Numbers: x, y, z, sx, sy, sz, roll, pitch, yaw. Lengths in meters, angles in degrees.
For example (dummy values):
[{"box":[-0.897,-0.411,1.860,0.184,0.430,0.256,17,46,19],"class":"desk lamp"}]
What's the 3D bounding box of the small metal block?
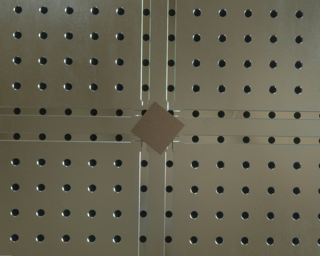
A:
[{"box":[-0.003,0.000,0.413,0.050,0.025,0.050,38,90,-1],"class":"small metal block"}]
